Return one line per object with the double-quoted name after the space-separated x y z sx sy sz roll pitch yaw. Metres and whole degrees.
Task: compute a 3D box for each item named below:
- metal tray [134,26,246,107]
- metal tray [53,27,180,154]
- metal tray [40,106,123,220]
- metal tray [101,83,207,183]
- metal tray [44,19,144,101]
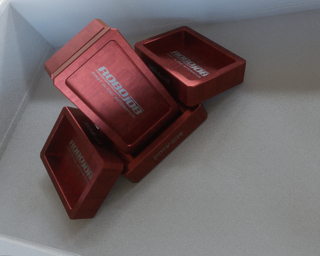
0.036 -0.088 0.412 0.091 0.030 0.130 -26 48 -21 "metal tray"
-0.049 -0.041 0.370 0.090 0.130 0.030 -42 28 -1 "metal tray"
-0.108 0.042 0.407 0.130 0.030 0.090 46 112 38 "metal tray"
-0.014 -0.003 0.408 0.130 0.030 0.090 -43 51 -2 "metal tray"
-0.073 -0.066 0.412 0.090 0.130 0.030 -43 51 -1 "metal tray"
